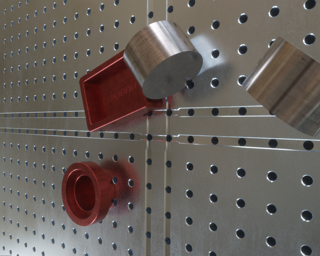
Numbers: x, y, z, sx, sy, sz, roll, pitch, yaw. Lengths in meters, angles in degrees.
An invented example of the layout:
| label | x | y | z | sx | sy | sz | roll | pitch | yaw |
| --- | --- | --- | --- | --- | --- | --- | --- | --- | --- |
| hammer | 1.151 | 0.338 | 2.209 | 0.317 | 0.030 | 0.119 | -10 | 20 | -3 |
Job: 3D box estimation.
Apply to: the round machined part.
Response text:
| label | x | y | z | sx | sy | sz | roll | pitch | yaw |
| --- | --- | --- | --- | --- | --- | --- | --- | --- | --- |
| round machined part | -0.109 | 0.101 | 0.489 | 0.098 | 0.042 | 0.097 | 0 | 90 | 40 |

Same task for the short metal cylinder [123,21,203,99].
| label | x | y | z | sx | sy | sz | roll | pitch | yaw |
| --- | --- | --- | --- | --- | --- | --- | --- | --- | --- |
| short metal cylinder | 0.004 | -0.079 | 0.371 | 0.080 | 0.081 | 0.050 | -45 | 63 | 31 |

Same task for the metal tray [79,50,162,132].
| label | x | y | z | sx | sy | sz | roll | pitch | yaw |
| --- | --- | --- | --- | --- | --- | --- | --- | --- | --- |
| metal tray | -0.063 | -0.054 | 0.458 | 0.130 | 0.030 | 0.090 | -21 | 77 | 38 |

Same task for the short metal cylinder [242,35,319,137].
| label | x | y | z | sx | sy | sz | roll | pitch | yaw |
| --- | --- | --- | --- | --- | --- | --- | --- | --- | --- |
| short metal cylinder | 0.122 | -0.038 | 0.273 | 0.080 | 0.081 | 0.050 | 49 | 119 | 29 |
